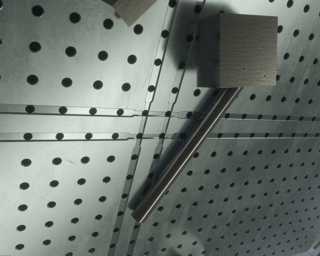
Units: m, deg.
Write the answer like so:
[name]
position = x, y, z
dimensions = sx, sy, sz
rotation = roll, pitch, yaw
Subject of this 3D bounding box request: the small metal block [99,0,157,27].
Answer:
[small metal block]
position = -0.028, -0.130, 0.300
dimensions = 0.050, 0.050, 0.025
rotation = -43, 130, 1

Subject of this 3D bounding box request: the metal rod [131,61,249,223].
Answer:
[metal rod]
position = 0.050, 0.018, 0.451
dimensions = 0.025, 0.025, 0.299
rotation = 26, 104, -38

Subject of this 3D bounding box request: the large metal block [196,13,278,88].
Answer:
[large metal block]
position = 0.092, -0.090, 0.373
dimensions = 0.081, 0.050, 0.079
rotation = -6, 100, -24
